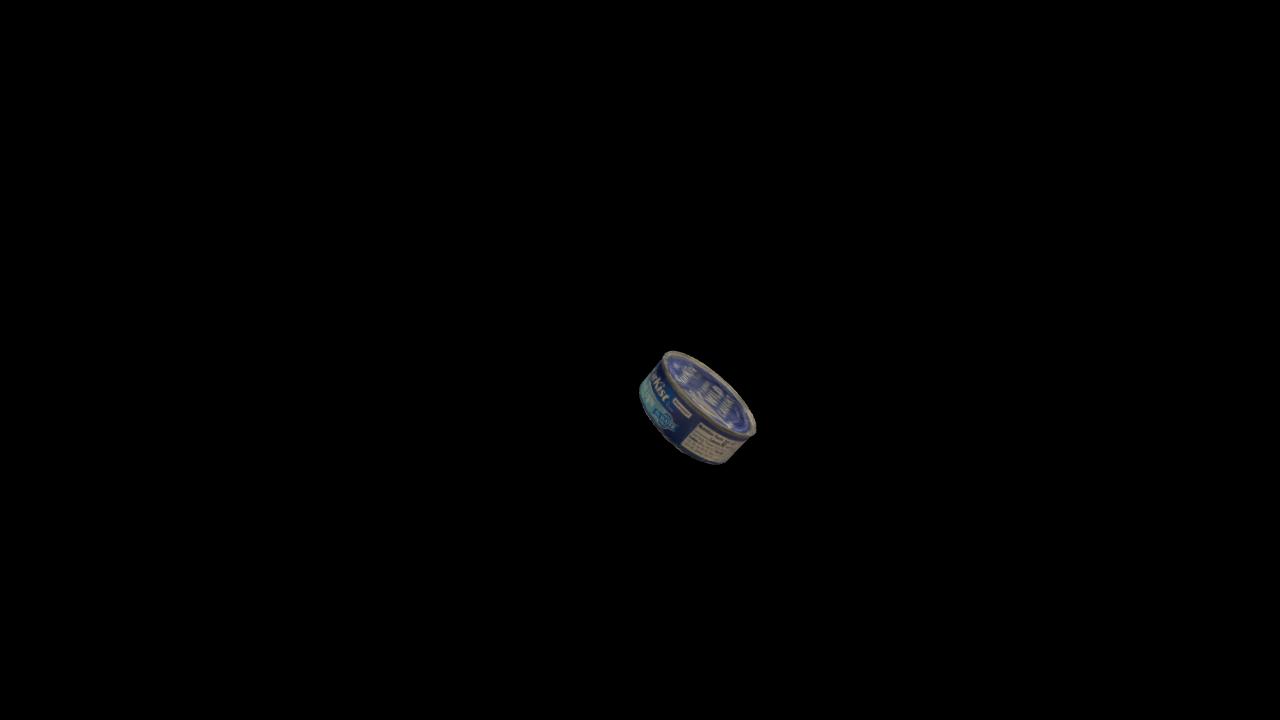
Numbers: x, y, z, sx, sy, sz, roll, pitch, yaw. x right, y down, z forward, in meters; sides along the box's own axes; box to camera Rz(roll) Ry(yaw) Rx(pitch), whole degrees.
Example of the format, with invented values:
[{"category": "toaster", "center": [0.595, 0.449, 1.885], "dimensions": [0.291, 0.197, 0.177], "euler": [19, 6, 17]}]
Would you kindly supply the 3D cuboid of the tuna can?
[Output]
[{"category": "tuna can", "center": [0.040, 0.033, 0.437], "dimensions": [0.084, 0.034, 0.084], "euler": [34, 21, -15]}]
